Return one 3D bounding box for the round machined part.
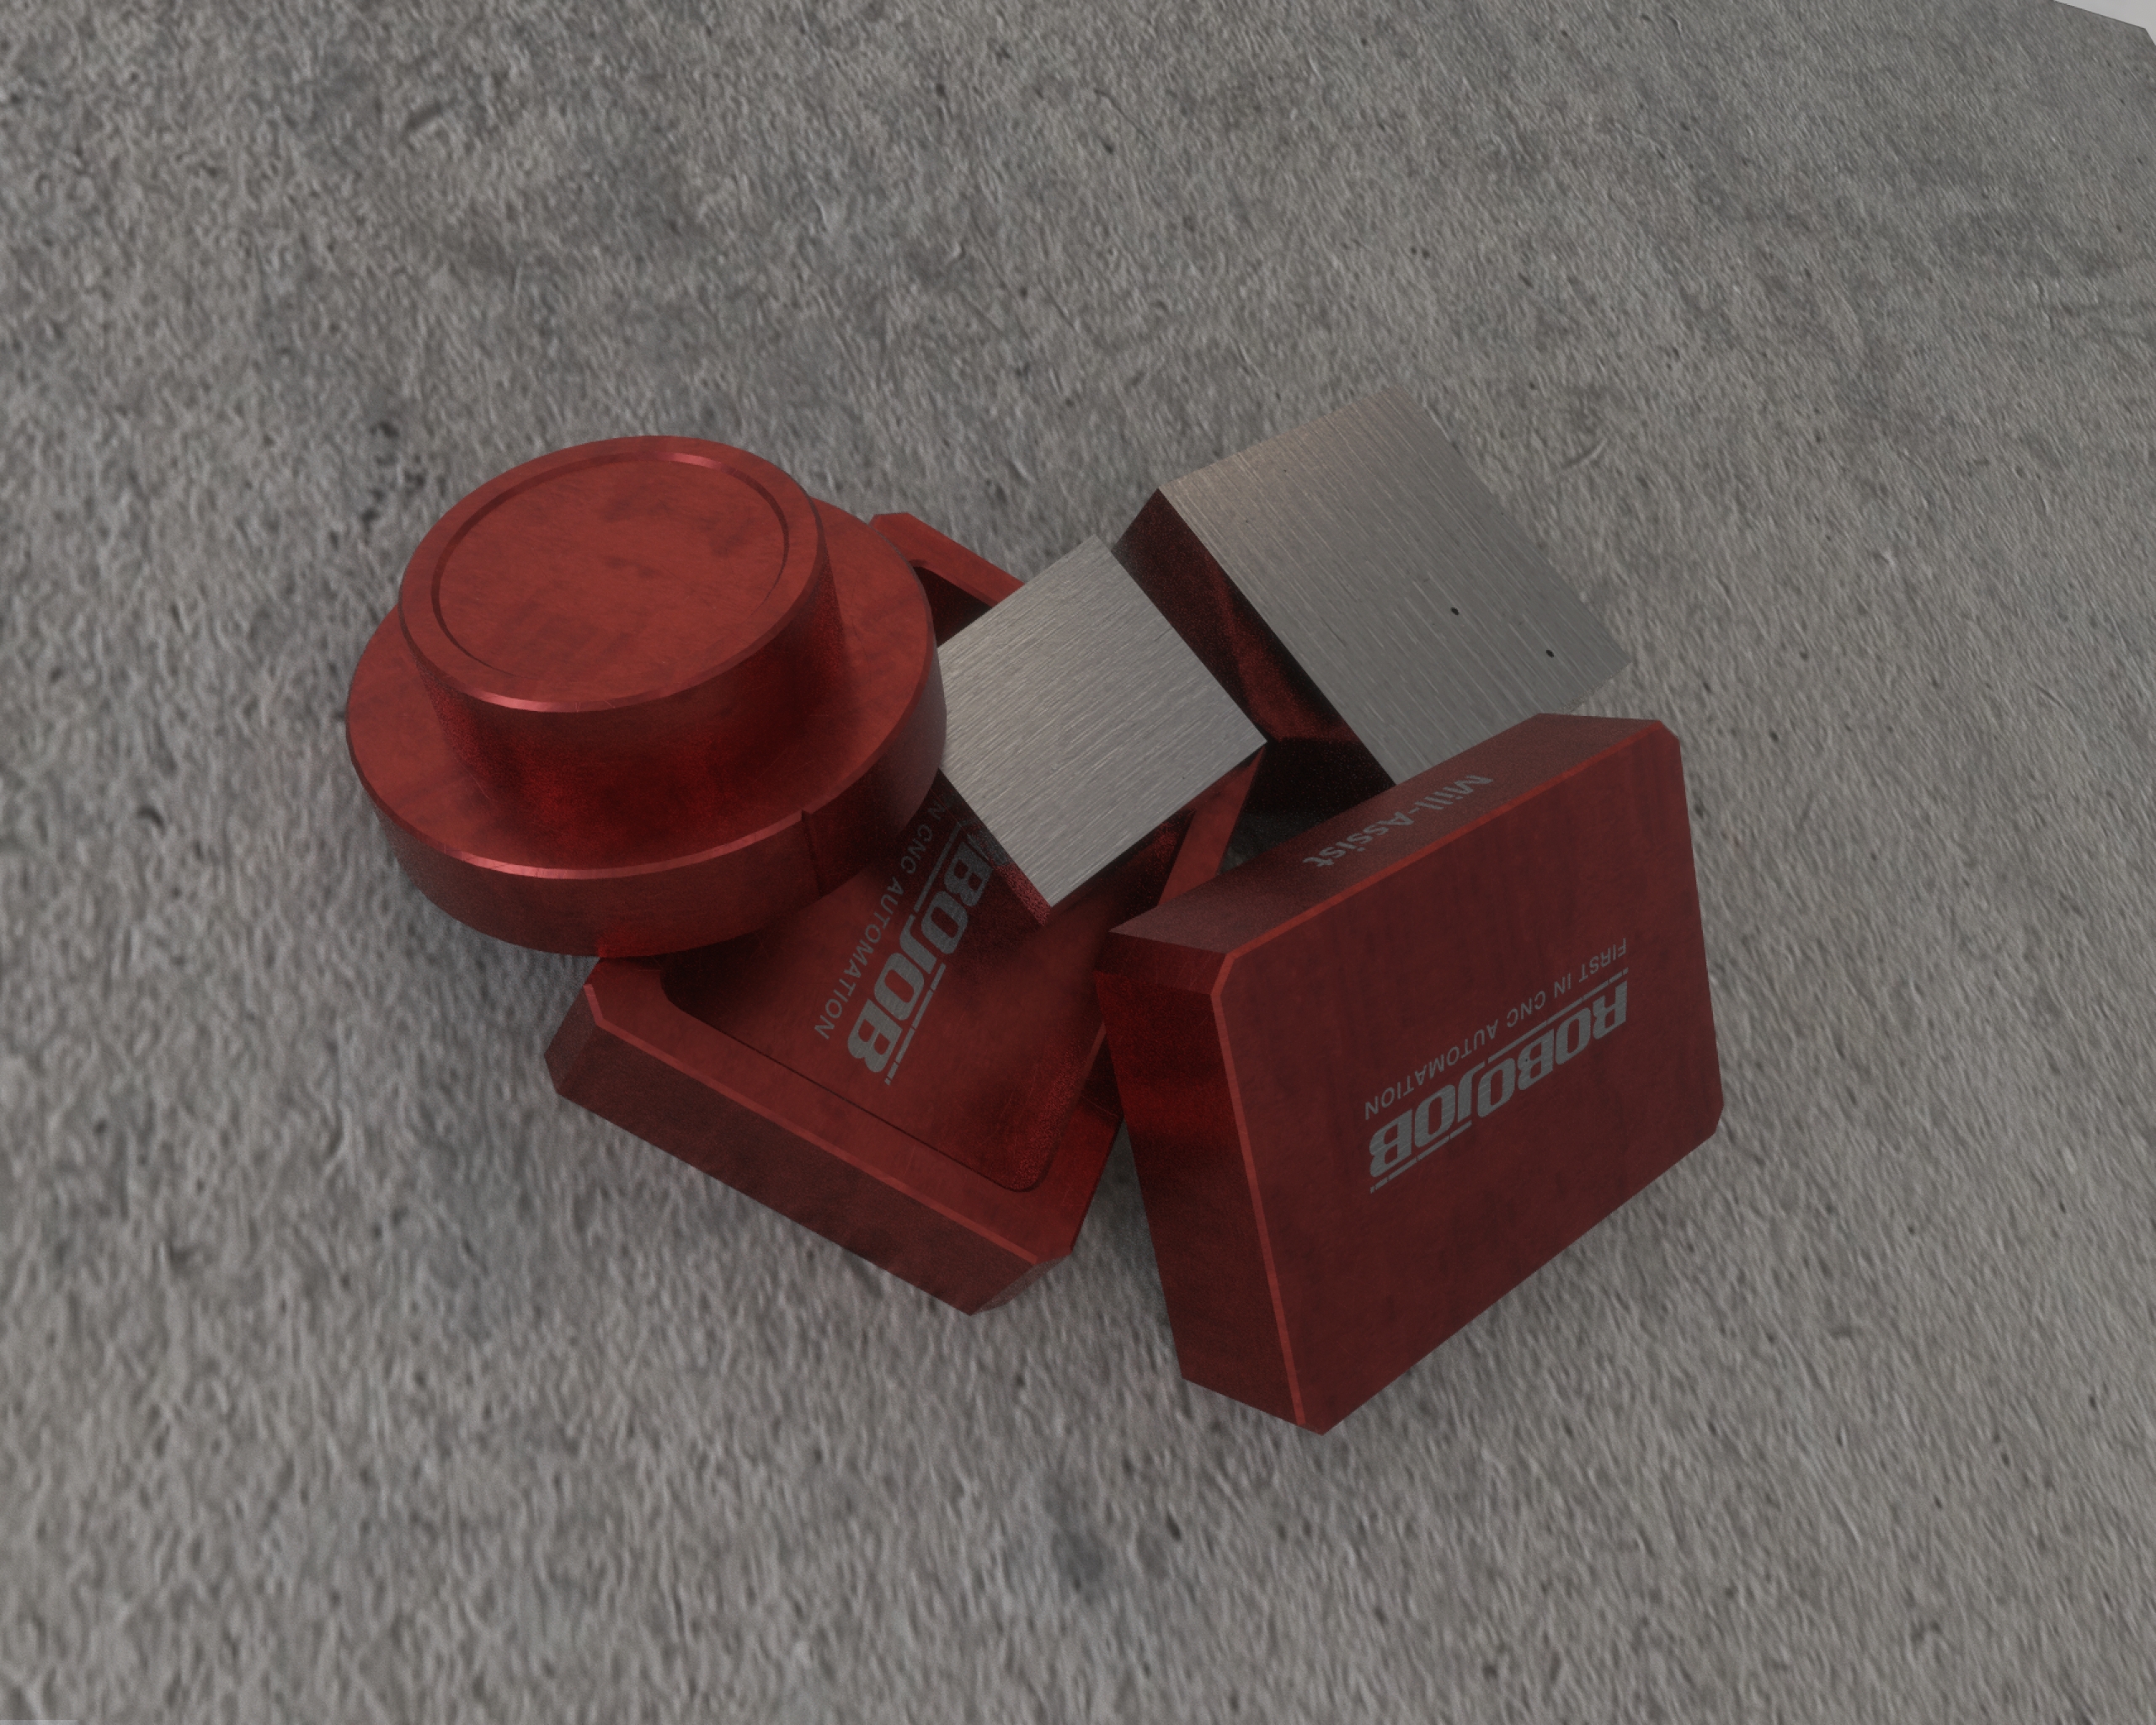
[{"bbox_3d":[-0.073,-0.035,0.349,0.099,0.042,0.098,-2,48,3],"label":"round machined part"}]

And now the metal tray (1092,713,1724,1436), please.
[{"bbox_3d":[0.067,0.034,0.388,0.131,0.030,0.089,-25,112,-36],"label":"metal tray"}]

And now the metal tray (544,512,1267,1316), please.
[{"bbox_3d":[-0.026,0.005,0.384,0.090,0.030,0.130,31,52,-9],"label":"metal tray"}]

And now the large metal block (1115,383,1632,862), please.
[{"bbox_3d":[0.057,-0.047,0.449,0.081,0.050,0.080,-30,79,-38],"label":"large metal block"}]

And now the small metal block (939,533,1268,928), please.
[{"bbox_3d":[-0.002,-0.024,0.390,0.050,0.025,0.050,-38,85,-11],"label":"small metal block"}]
